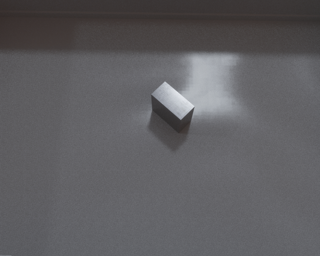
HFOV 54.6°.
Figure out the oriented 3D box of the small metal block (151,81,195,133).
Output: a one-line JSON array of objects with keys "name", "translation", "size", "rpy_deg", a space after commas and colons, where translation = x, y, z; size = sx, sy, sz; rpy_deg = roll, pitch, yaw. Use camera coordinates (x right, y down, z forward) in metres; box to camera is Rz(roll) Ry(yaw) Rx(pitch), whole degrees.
[{"name": "small metal block", "translation": [0.016, -0.026, 0.406], "size": [0.050, 0.050, 0.025], "rpy_deg": [42, 75, 14]}]
